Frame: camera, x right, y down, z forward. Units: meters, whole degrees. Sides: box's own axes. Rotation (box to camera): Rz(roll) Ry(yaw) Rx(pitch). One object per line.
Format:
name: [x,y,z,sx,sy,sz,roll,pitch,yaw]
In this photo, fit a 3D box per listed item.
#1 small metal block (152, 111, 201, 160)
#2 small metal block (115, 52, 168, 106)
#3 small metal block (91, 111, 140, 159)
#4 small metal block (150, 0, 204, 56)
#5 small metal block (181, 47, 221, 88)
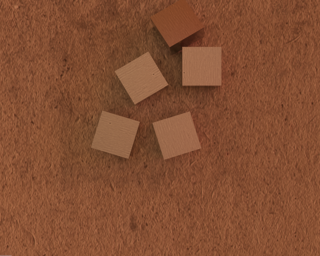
small metal block: [0.022,0.010,0.410,0.050,0.025,0.050,-17,90,0]
small metal block: [-0.024,-0.064,0.410,0.050,0.025,0.050,-31,90,0]
small metal block: [-0.057,0.009,0.409,0.050,0.025,0.050,17,90,0]
small metal block: [0.023,-0.132,0.405,0.050,0.025,0.050,-30,77,0]
small metal block: [0.054,-0.079,0.410,0.050,0.025,0.050,0,90,0]
